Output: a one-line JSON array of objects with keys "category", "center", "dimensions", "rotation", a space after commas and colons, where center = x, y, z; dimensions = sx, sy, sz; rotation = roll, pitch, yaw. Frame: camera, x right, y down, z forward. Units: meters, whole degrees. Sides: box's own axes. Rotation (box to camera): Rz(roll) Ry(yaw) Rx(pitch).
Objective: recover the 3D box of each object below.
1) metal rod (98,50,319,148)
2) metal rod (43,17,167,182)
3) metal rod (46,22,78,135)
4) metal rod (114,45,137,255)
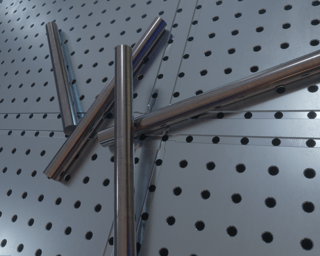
[{"category": "metal rod", "center": [0.055, -0.032, 0.397], "dimensions": [0.301, 0.025, 0.025], "rotation": [-19, 54, 16]}, {"category": "metal rod", "center": [-0.078, -0.052, 0.479], "dimensions": [0.025, 0.025, 0.300], "rotation": [23, 74, 36]}, {"category": "metal rod", "center": [-0.182, -0.105, 0.565], "dimensions": [0.025, 0.025, 0.300], "rotation": [-30, 52, 9]}, {"category": "metal rod", "center": [-0.045, 0.024, 0.389], "dimensions": [0.025, 0.025, 0.299], "rotation": [-13, 65, 21]}]
